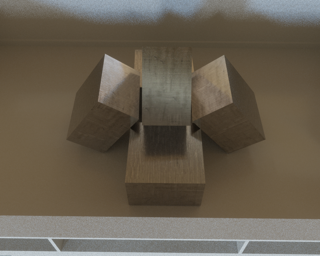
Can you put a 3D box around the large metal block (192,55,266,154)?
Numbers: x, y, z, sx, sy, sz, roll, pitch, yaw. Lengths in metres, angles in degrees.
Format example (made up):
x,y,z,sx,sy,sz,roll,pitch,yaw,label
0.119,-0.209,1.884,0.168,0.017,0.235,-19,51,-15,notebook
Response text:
x,y,z,sx,sy,sz,roll,pitch,yaw,label
0.082,-0.028,0.382,0.050,0.080,0.080,-26,43,29,large metal block

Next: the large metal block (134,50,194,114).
x,y,z,sx,sy,sz,roll,pitch,yaw,label
0.005,-0.067,0.440,0.081,0.050,0.080,-1,50,-1,large metal block

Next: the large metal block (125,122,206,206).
x,y,z,sx,sy,sz,roll,pitch,yaw,label
0.006,0.040,0.353,0.080,0.050,0.080,1,50,0,large metal block

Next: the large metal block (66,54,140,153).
x,y,z,sx,sy,sz,roll,pitch,yaw,label
-0.068,-0.028,0.381,0.050,0.080,0.080,24,44,-28,large metal block

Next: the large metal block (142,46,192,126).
x,y,z,sx,sy,sz,roll,pitch,yaw,label
0.006,-0.047,0.355,0.050,0.079,0.080,0,6,-1,large metal block
